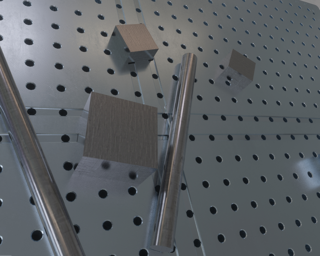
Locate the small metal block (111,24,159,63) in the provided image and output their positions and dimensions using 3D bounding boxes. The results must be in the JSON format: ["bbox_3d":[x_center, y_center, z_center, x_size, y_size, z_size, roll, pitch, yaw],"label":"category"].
[{"bbox_3d":[-0.038,-0.128,0.466,0.050,0.025,0.050,-17,71,-35],"label":"small metal block"}]

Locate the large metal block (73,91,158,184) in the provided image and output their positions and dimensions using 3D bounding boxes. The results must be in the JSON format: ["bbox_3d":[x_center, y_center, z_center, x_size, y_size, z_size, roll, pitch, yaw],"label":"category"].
[{"bbox_3d":[-0.050,0.013,0.358,0.081,0.050,0.080,13,56,-21],"label":"large metal block"}]

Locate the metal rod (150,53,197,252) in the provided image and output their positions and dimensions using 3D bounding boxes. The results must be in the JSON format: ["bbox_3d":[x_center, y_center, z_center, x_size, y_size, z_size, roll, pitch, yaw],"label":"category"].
[{"bbox_3d":[0.025,0.008,0.416,0.025,0.025,0.300,22,53,-15],"label":"metal rod"}]

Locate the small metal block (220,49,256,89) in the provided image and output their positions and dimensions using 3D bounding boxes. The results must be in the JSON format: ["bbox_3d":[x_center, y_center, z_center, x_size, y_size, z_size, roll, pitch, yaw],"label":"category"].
[{"bbox_3d":[0.138,-0.104,0.546,0.050,0.025,0.050,29,52,-10],"label":"small metal block"}]

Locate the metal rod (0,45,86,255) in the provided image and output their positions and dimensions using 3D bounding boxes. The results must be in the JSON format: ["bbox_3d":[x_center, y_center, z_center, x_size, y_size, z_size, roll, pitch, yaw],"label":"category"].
[{"bbox_3d":[-0.136,0.023,0.320,0.025,0.025,0.299,-17,71,-35],"label":"metal rod"}]
